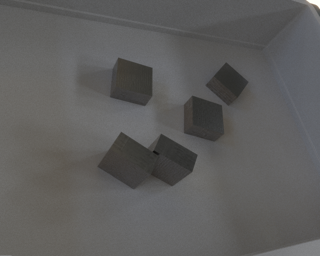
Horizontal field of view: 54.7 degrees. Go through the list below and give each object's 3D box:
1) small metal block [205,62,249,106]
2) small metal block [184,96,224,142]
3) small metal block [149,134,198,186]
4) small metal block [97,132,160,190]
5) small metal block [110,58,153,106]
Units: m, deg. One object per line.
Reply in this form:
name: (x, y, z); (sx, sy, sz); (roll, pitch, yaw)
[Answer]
small metal block: (0.111, -0.073, 0.509); (0.050, 0.025, 0.050); (42, 51, 0)
small metal block: (0.063, -0.013, 0.447); (0.050, 0.025, 0.050); (16, 55, -19)
small metal block: (0.008, 0.040, 0.370); (0.050, 0.050, 0.025); (30, 52, -9)
small metal block: (-0.036, 0.038, 0.347); (0.050, 0.050, 0.025); (34, 51, -6)
small metal block: (-0.038, -0.063, 0.423); (0.050, 0.025, 0.050); (13, 56, -21)
